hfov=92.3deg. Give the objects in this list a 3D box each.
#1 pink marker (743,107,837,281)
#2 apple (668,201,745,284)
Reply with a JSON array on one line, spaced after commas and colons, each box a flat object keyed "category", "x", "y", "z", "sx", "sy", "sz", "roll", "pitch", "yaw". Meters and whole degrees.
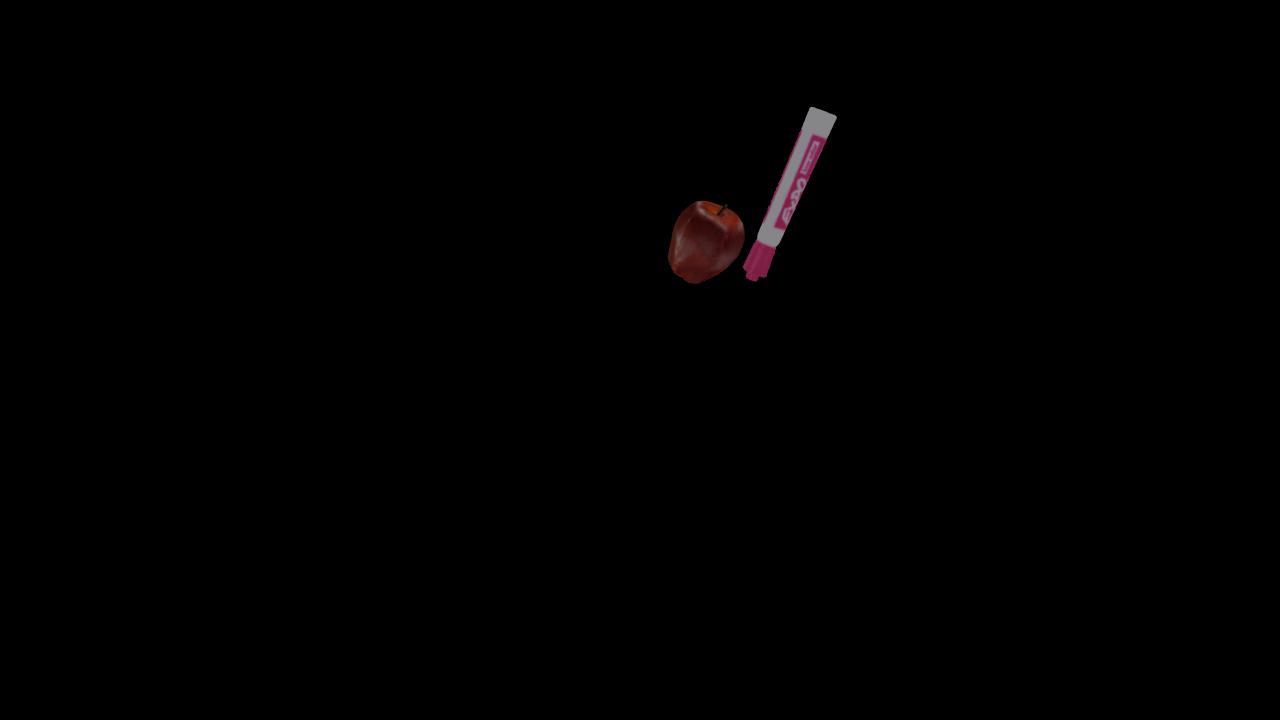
[{"category": "pink marker", "x": 0.101, "y": -0.111, "z": 0.426, "sx": 0.020, "sy": 0.121, "sz": 0.020, "roll": 17, "pitch": 24, "yaw": -8}, {"category": "apple", "x": 0.072, "y": -0.129, "z": 0.674, "sx": 0.079, "sy": 0.093, "sz": 0.079, "roll": 19, "pitch": 35, "yaw": -14}]
